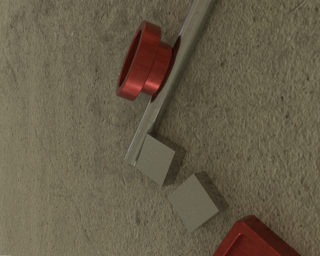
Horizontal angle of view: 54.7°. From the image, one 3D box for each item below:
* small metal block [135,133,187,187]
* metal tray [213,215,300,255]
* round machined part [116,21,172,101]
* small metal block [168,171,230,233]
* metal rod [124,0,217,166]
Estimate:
[{"bbox_3d":[0.001,0.040,0.402,0.050,0.025,0.050,31,109,35],"label":"small metal block"},{"bbox_3d":[0.091,0.170,0.325,0.090,0.030,0.129,40,114,32],"label":"metal tray"},{"bbox_3d":[-0.018,-0.079,0.387,0.098,0.042,0.098,-160,89,-74],"label":"round machined part"},{"bbox_3d":[0.045,0.087,0.367,0.050,0.025,0.050,-48,62,29],"label":"small metal block"},{"bbox_3d":[0.021,-0.082,0.385,0.025,0.025,0.298,38,113,33],"label":"metal rod"}]
